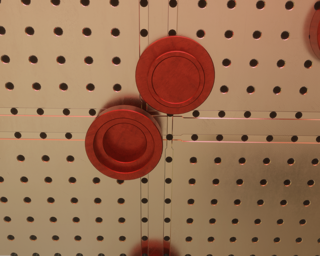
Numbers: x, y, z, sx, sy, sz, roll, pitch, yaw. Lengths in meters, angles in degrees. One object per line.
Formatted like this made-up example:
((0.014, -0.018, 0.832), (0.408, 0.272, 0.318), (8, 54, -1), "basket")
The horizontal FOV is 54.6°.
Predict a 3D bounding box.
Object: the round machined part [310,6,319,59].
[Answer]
((0.234, -0.116, 0.363), (0.099, 0.042, 0.097), (0, 110, 0), "round machined part")

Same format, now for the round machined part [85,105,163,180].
((-0.045, 0.016, 0.410), (0.099, 0.042, 0.097), (0, 110, 0), "round machined part")

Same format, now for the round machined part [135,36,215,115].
((0.019, -0.063, 0.381), (0.099, 0.042, 0.097), (0, 110, 0), "round machined part")
